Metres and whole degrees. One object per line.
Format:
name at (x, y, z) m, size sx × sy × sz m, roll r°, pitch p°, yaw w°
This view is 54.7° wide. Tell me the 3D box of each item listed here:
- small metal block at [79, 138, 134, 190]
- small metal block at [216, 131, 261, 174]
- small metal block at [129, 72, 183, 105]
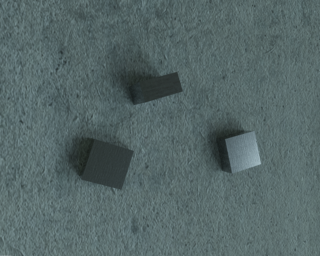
small metal block at (-0.066, 0.044, 0.384) m, size 0.050 × 0.025 × 0.050 m, roll 19°, pitch 84°, yaw -19°
small metal block at (0.114, 0.034, 0.451) m, size 0.050 × 0.025 × 0.050 m, roll -14°, pitch 95°, yaw -20°
small metal block at (-0.007, -0.049, 0.393) m, size 0.050 × 0.050 × 0.025 m, roll -18°, pitch 97°, yaw -19°
